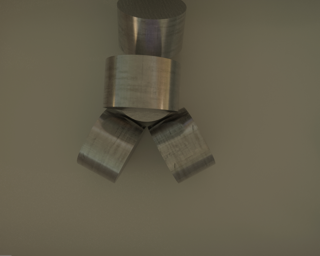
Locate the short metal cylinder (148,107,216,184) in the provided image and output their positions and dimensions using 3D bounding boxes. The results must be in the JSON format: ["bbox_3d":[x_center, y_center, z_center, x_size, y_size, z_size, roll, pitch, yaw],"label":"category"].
[{"bbox_3d":[0.026,0.021,0.382,0.050,0.080,0.080,-29,90,1],"label":"short metal cylinder"}]

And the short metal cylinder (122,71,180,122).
[{"bbox_3d":[-0.016,-0.047,0.396,0.081,0.050,0.080,0,90,0],"label":"short metal cylinder"}]

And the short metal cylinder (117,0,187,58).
[{"bbox_3d":[-0.011,-0.125,0.376,0.080,0.080,0.050,4,133,0],"label":"short metal cylinder"}]

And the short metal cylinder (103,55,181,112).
[{"bbox_3d":[-0.019,-0.044,0.332,0.080,0.080,0.050,3,90,0],"label":"short metal cylinder"}]

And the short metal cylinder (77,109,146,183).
[{"bbox_3d":[-0.058,0.021,0.381,0.050,0.080,0.080,29,90,0],"label":"short metal cylinder"}]
